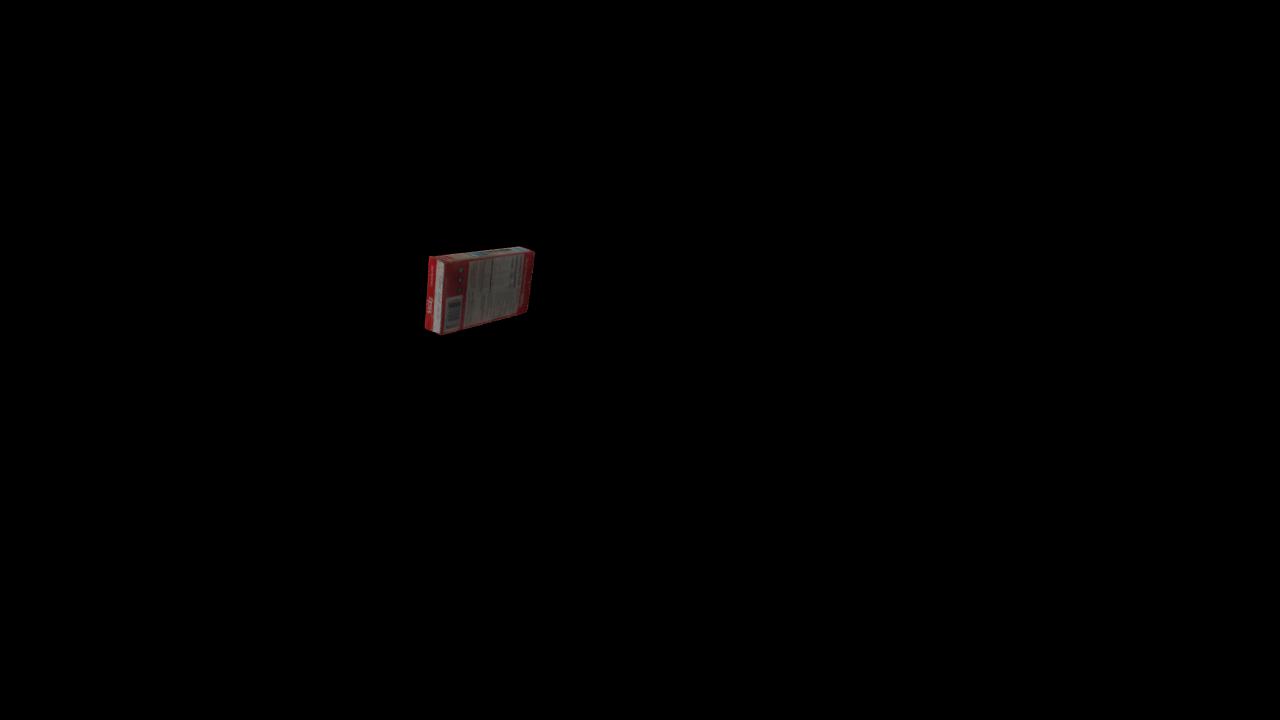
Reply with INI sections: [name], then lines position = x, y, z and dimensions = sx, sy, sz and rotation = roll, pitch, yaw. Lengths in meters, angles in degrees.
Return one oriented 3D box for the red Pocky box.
[red Pocky box]
position = -0.181, -0.083, 0.708
dimensions = 0.028, 0.083, 0.155
rotation = 19, 21, 22
